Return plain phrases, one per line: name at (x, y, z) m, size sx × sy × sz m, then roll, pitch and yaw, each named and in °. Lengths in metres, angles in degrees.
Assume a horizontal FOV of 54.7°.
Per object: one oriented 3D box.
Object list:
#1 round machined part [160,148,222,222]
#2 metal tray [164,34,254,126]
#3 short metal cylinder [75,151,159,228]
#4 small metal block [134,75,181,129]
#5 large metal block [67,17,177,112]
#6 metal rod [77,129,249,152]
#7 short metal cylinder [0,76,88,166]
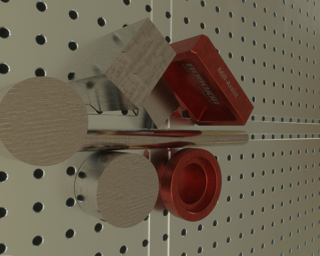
round machined part at (0.038, 0.076, 0.430) m, size 0.099 × 0.042 × 0.097 m, roll 0°, pitch 90°, yaw -40°
metal tray at (0.054, -0.056, 0.411) m, size 0.130 × 0.090 × 0.030 m, roll 47°, pitch 62°, yaw -30°
short metal cylinder at (-0.048, 0.067, 0.352) m, size 0.081 × 0.050 × 0.080 m, roll 0°, pitch 90°, yaw -40°
small metal block at (-0.008, -0.034, 0.403) m, size 0.050 × 0.025 × 0.050 m, roll -47°, pitch 118°, yaw -30°
large metal block at (-0.042, -0.065, 0.338) m, size 0.050 × 0.080 × 0.080 m, roll 47°, pitch 62°, yaw -31°
metal rod at (0.025, 0.015, 0.429) m, size 0.302 × 0.025 × 0.025 m, roll 1°, pitch 90°, yaw -40°
short metal cylinder at (-0.117, -0.006, 0.294) m, size 0.081 × 0.050 × 0.080 m, roll 0°, pitch 90°, yaw -40°
